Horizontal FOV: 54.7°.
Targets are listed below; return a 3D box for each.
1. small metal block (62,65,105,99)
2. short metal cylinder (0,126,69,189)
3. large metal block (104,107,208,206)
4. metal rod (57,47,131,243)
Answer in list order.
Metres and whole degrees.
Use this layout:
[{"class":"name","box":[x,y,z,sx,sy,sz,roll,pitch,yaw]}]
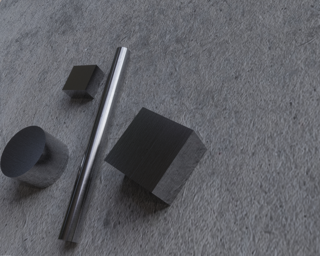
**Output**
[{"class":"small metal block","box":[-0.127,-0.077,0.515,0.050,0.025,0.050,4,64,29]},{"class":"short metal cylinder","box":[-0.183,0.043,0.455,0.080,0.050,0.080,-13,56,20]},{"class":"large metal block","box":[-0.005,0.032,0.370,0.080,0.050,0.080,26,76,36]},{"class":"metal rod","box":[-0.086,0.006,0.443,0.025,0.025,0.299,-3,60,26]}]
